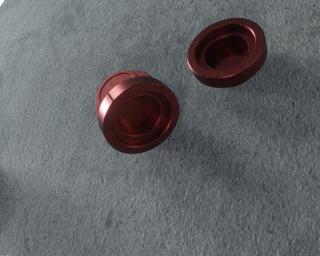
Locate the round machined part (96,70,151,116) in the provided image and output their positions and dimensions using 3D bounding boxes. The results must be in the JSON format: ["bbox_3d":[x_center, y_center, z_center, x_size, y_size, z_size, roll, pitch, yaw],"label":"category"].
[{"bbox_3d":[-0.051,-0.044,0.447,0.098,0.042,0.098,-13,56,21],"label":"round machined part"}]

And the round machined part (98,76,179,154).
[{"bbox_3d":[-0.029,-0.019,0.385,0.098,0.098,0.042,-41,42,0],"label":"round machined part"}]

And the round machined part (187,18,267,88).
[{"bbox_3d":[0.089,-0.092,0.403,0.098,0.042,0.098,-13,56,21],"label":"round machined part"}]
